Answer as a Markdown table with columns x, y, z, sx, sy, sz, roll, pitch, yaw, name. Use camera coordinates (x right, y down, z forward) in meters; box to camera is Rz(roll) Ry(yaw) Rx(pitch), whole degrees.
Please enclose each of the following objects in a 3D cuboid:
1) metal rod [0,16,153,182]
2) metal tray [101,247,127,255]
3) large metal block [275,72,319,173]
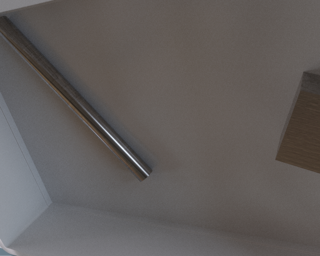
| x | y | z | sx | sy | sz | roll | pitch | yaw | name |
| --- | --- | --- | --- | --- | --- | --- | --- | --- | --- |
| -0.122 | -0.038 | 0.447 | 0.300 | 0.025 | 0.025 | 47 | 129 | -6 | metal rod |
| -0.062 | 0.305 | 0.627 | 0.130 | 0.030 | 0.089 | 21 | 126 | 15 | metal tray |
| 0.168 | -0.001 | 0.303 | 0.080 | 0.050 | 0.079 | 17 | 125 | 18 | large metal block |
